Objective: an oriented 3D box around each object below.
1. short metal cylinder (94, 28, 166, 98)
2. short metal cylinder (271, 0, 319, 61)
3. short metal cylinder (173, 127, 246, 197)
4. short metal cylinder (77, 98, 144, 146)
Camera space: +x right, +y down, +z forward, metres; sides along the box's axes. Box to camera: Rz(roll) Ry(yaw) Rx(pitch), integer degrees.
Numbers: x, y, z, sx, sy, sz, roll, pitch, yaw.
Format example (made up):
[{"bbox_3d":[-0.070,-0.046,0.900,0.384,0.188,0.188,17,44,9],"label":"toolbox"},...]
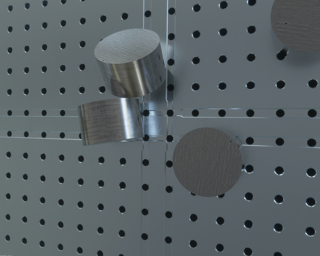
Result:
[{"bbox_3d":[-0.036,-0.083,0.390,0.080,0.050,0.080,-7,44,7],"label":"short metal cylinder"},{"bbox_3d":[0.165,-0.119,0.341,0.080,0.050,0.079,0,90,20],"label":"short metal cylinder"},{"bbox_3d":[0.061,0.039,0.378,0.080,0.050,0.079,0,90,20],"label":"short metal cylinder"},{"bbox_3d":[-0.064,-0.007,0.406,0.080,0.080,0.050,-9,87,20],"label":"short metal cylinder"}]
